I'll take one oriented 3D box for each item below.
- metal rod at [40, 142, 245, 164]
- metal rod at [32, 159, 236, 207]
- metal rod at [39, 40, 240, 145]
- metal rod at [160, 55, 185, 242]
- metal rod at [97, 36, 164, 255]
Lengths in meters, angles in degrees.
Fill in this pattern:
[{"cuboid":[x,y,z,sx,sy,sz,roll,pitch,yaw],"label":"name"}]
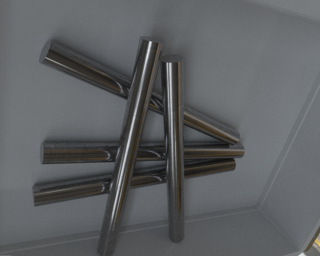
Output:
[{"cuboid":[-0.003,0.033,0.426,0.303,0.025,0.025,2,118,-30],"label":"metal rod"},{"cuboid":[-0.018,0.071,0.442,0.303,0.025,0.025,-5,121,-26],"label":"metal rod"},{"cuboid":[0.001,-0.030,0.390,0.302,0.025,0.025,22,107,-37],"label":"metal rod"},{"cuboid":[0.020,0.049,0.417,0.025,0.025,0.298,-17,125,-19],"label":"metal rod"},{"cuboid":[-0.042,0.041,0.377,0.025,0.025,0.298,0,119,-29],"label":"metal rod"}]
